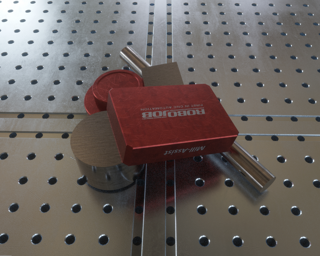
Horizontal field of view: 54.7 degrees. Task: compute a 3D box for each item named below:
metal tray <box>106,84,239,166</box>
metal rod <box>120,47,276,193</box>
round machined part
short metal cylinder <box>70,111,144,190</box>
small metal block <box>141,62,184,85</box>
[{"bbox_3d":[0.013,-0.009,0.357,0.131,0.030,0.090,-6,49,-22],"label":"metal tray"},{"bbox_3d":[0.034,-0.029,0.427,0.025,0.025,0.300,-29,56,-22],"label":"metal rod"},{"bbox_3d":[-0.055,-0.044,0.426,0.099,0.042,0.098,-1,50,1],"label":"round machined part"},{"bbox_3d":[-0.059,0.025,0.364,0.081,0.050,0.080,0,50,0],"label":"short metal cylinder"},{"bbox_3d":[0.004,-0.061,0.423,0.050,0.025,0.050,-11,53,-3],"label":"small metal block"}]
